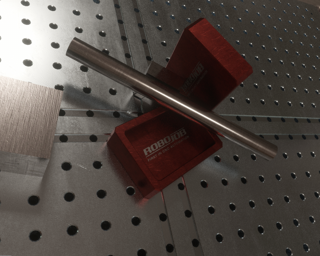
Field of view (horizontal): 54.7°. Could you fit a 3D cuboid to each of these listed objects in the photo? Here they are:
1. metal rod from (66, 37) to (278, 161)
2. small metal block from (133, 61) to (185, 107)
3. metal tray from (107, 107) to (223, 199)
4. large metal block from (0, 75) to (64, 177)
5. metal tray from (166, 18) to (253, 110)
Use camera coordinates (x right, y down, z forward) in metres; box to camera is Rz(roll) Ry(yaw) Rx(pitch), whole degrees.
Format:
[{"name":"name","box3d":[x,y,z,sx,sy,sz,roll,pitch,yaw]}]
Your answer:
[{"name":"metal rod","box3d":[0.024,-0.032,0.402,0.301,0.025,0.025,27,52,-12]},{"name":"small metal block","box3d":[-0.002,-0.057,0.428,0.050,0.050,0.025,27,52,-11]},{"name":"metal tray","box3d":[0.010,0.019,0.400,0.131,0.030,0.090,-28,77,-38]},{"name":"large metal block","box3d":[-0.150,-0.002,0.313,0.081,0.050,0.080,13,56,-21]},{"name":"metal tray","box3d":[0.055,-0.072,0.414,0.030,0.130,0.090,-40,85,-21]}]
